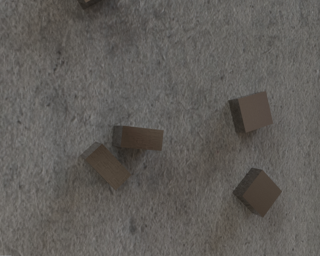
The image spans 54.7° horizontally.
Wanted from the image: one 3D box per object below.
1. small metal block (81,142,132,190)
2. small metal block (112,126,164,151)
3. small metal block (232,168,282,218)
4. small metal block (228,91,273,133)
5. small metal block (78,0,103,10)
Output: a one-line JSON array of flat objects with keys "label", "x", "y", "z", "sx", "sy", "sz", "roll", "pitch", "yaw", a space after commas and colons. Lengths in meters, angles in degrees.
[{"label": "small metal block", "x": -0.066, "y": 0.044, "z": 0.372, "sx": 0.025, "sy": 0.050, "sz": 0.050, "roll": -44, "pitch": 104, "yaw": -15}, {"label": "small metal block", "x": -0.029, "y": 0.012, "z": 0.386, "sx": 0.050, "sy": 0.050, "sz": 0.025, "roll": 7, "pitch": 88, "yaw": -20}, {"label": "small metal block", "x": 0.146, "y": 0.096, "z": 0.465, "sx": 0.050, "sy": 0.025, "sz": 0.050, "roll": 46, "pitch": 76, "yaw": -15}, {"label": "small metal block", "x": 0.135, "y": -0.024, "z": 0.461, "sx": 0.050, "sy": 0.025, "sz": 0.050, "roll": -16, "pitch": 96, "yaw": -20}, {"label": "small metal block", "x": -0.085, "y": -0.182, "z": 0.378, "sx": 0.050, "sy": 0.025, "sz": 0.050, "roll": -35, "pitch": 102, "yaw": -17}]
